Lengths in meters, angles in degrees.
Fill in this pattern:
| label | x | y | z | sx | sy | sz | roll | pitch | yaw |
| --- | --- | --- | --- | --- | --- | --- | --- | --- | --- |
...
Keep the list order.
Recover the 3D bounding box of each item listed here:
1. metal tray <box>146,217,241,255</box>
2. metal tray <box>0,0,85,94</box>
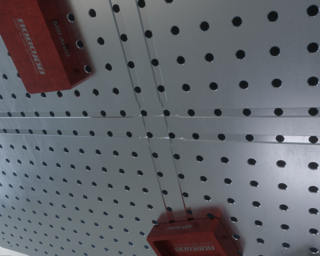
| label | x | y | z | sx | sy | sz | roll | pitch | yaw |
| --- | --- | --- | --- | --- | --- | --- | --- | --- | --- |
| metal tray | 0.053 | 0.195 | 0.500 | 0.130 | 0.030 | 0.090 | -20 | 108 | 35 |
| metal tray | -0.168 | -0.115 | 0.426 | 0.090 | 0.030 | 0.129 | -2 | 118 | 29 |
